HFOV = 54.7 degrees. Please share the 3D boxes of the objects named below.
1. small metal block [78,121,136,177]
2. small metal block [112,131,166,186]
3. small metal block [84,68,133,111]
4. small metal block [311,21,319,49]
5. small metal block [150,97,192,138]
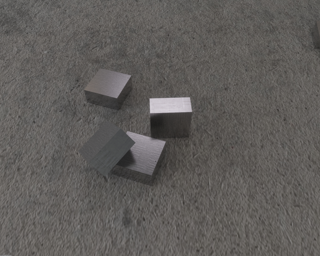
[{"bbox_3d":[-0.063,0.022,0.359,0.050,0.025,0.050,-48,28,-10],"label":"small metal block"},{"bbox_3d":[-0.025,0.036,0.372,0.050,0.025,0.050,15,52,12],"label":"small metal block"},{"bbox_3d":[-0.074,-0.057,0.450,0.050,0.025,0.050,15,52,12],"label":"small metal block"},{"bbox_3d":[0.297,-0.160,0.539,0.050,0.025,0.050,9,51,7],"label":"small metal block"},{"bbox_3d":[0.013,-0.012,0.397,0.050,0.050,0.025,-2,50,-2],"label":"small metal block"}]
